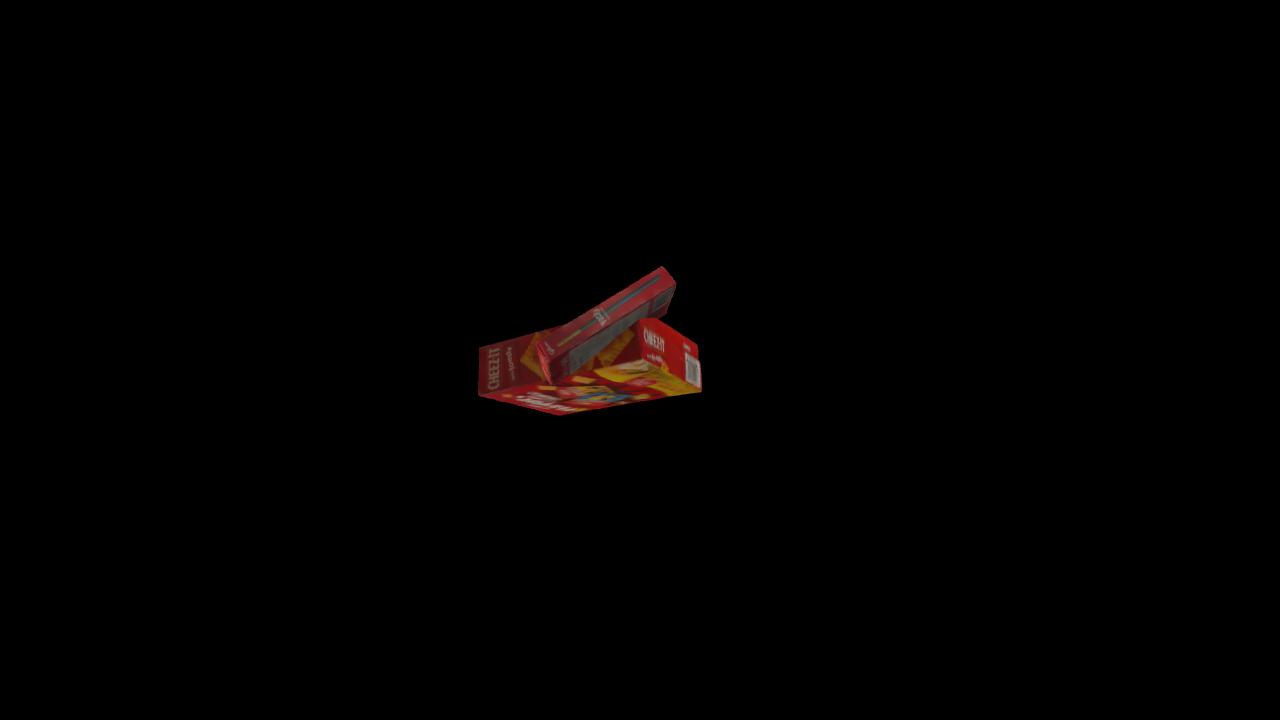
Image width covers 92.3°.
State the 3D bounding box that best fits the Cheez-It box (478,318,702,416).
[{"bbox_3d":[-0.058,0.011,0.748,0.223,0.071,0.166,-13,-20,26],"label":"Cheez-It box"}]

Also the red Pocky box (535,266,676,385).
[{"bbox_3d":[-0.035,-0.035,0.637,0.155,0.028,0.083,-33,-12,-15],"label":"red Pocky box"}]
